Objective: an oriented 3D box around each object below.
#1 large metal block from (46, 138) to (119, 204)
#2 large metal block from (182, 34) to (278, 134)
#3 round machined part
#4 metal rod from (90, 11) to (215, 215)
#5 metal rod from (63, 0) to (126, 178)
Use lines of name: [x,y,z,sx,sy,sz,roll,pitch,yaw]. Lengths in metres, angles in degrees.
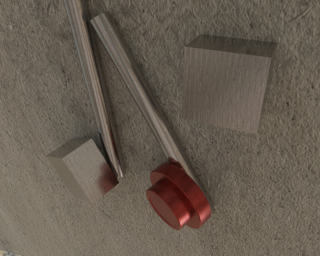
large metal block: [-0.119,0.063,0.472,0.080,0.050,0.080,-3,120,55]
large metal block: [0.071,-0.048,0.323,0.080,0.050,0.079,13,124,20]
round machined part: [0.018,0.098,0.420,0.098,0.042,0.097,40,152,27]
metal rod: [-0.001,-0.005,0.403,0.025,0.025,0.299,-17,110,34]
metal rod: [-0.086,-0.059,0.413,0.025,0.025,0.298,5,121,25]
